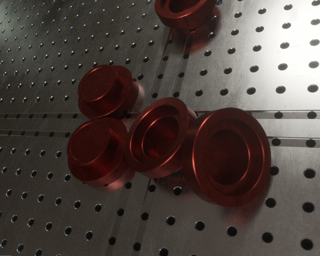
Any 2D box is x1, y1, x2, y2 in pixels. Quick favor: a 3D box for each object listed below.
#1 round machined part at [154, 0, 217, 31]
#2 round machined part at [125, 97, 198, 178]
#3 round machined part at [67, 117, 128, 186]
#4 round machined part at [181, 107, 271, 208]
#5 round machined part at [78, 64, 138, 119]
[{"bbox_3d":[0.044,-0.195,0.492,0.098,0.042,0.098,-13,56,20],"label":"round machined part"},{"bbox_3d":[0.007,0.015,0.373,0.098,0.042,0.098,-26,46,31],"label":"round machined part"},{"bbox_3d":[-0.087,0.027,0.425,0.098,0.042,0.098,-13,56,20],"label":"round machined part"},{"bbox_3d":[0.064,0.030,0.320,0.042,0.098,0.098,-10,50,62],"label":"round machined part"},{"bbox_3d":[-0.086,-0.058,0.477,0.098,0.042,0.098,-13,56,20],"label":"round machined part"}]
